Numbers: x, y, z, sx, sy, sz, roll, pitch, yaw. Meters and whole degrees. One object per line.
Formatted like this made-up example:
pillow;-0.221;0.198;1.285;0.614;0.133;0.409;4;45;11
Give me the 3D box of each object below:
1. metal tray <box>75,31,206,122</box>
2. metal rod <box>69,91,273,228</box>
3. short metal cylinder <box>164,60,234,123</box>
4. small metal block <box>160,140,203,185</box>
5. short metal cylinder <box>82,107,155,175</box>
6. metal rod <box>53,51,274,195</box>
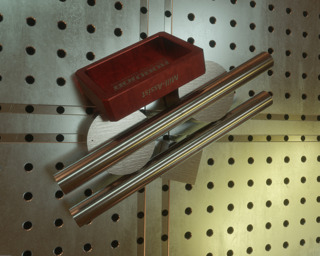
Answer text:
metal tray;-0.023;-0.067;0.369;0.131;0.090;0.030;-30;132;-18
metal rod;0.028;0.030;0.396;0.302;0.025;0.025;-30;100;-18
short metal cylinder;0.052;-0.047;0.420;0.081;0.050;0.079;0;90;-21
small metal block;0.026;0.047;0.422;0.050;0.025;0.050;16;85;-20
short metal cylinder;-0.052;0.014;0.381;0.081;0.050;0.079;0;90;-21
metal rod;0.019;-0.016;0.366;0.302;0.025;0.025;-31;101;-18
